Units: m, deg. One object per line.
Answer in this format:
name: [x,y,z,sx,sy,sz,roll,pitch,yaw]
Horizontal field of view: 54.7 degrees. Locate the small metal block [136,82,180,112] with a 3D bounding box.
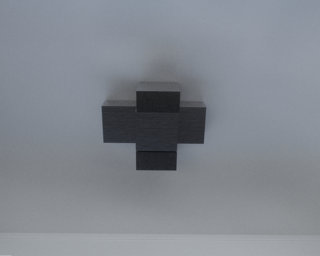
small metal block: [-0.002,-0.039,0.381,0.050,0.050,0.025,1,110,-1]

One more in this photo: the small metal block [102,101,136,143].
small metal block: [-0.048,-0.008,0.405,0.050,0.025,0.050,1,110,-1]

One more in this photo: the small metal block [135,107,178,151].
small metal block: [-0.004,0.001,0.382,0.050,0.025,0.050,1,110,-1]

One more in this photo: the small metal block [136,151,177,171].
small metal block: [-0.005,0.033,0.406,0.050,0.050,0.025,1,110,-1]

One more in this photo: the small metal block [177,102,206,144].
small metal block: [0.032,-0.007,0.407,0.050,0.025,0.050,1,110,-1]
